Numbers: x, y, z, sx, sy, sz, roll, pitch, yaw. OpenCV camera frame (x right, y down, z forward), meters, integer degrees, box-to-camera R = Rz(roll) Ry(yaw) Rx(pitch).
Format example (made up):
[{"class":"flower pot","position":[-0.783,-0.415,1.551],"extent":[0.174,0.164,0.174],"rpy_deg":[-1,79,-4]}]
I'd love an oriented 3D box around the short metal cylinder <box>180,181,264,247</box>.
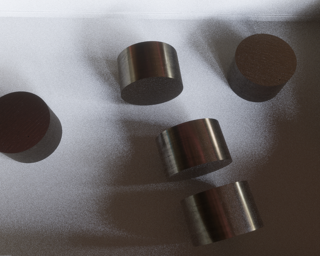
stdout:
[{"class":"short metal cylinder","position":[0.068,0.096,0.346],"extent":[0.081,0.080,0.050],"rpy_deg":[-15,71,-6]}]

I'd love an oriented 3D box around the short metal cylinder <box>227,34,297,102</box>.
[{"class":"short metal cylinder","position":[0.138,-0.082,0.428],"extent":[0.081,0.050,0.080],"rpy_deg":[0,70,0]}]

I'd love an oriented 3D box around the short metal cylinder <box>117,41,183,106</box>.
[{"class":"short metal cylinder","position":[-0.013,-0.069,0.406],"extent":[0.081,0.080,0.050],"rpy_deg":[-8,70,-3]}]

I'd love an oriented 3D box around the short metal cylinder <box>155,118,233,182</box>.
[{"class":"short metal cylinder","position":[0.040,0.028,0.371],"extent":[0.081,0.080,0.050],"rpy_deg":[-14,71,-6]}]

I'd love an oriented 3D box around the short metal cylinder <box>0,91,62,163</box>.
[{"class":"short metal cylinder","position":[-0.172,0.000,0.394],"extent":[0.081,0.050,0.080],"rpy_deg":[0,70,0]}]
